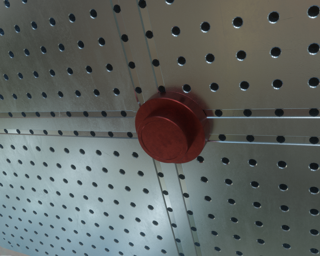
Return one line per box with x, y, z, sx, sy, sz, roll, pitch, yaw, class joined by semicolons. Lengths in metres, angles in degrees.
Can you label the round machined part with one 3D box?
0.011;0.006;0.399;0.098;0.042;0.097;13;124;21;round machined part
